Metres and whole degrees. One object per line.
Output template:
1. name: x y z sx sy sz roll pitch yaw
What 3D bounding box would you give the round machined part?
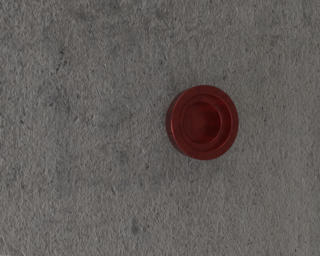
1. round machined part: 0.053 -0.007 0.419 0.099 0.042 0.097 0 90 -20
